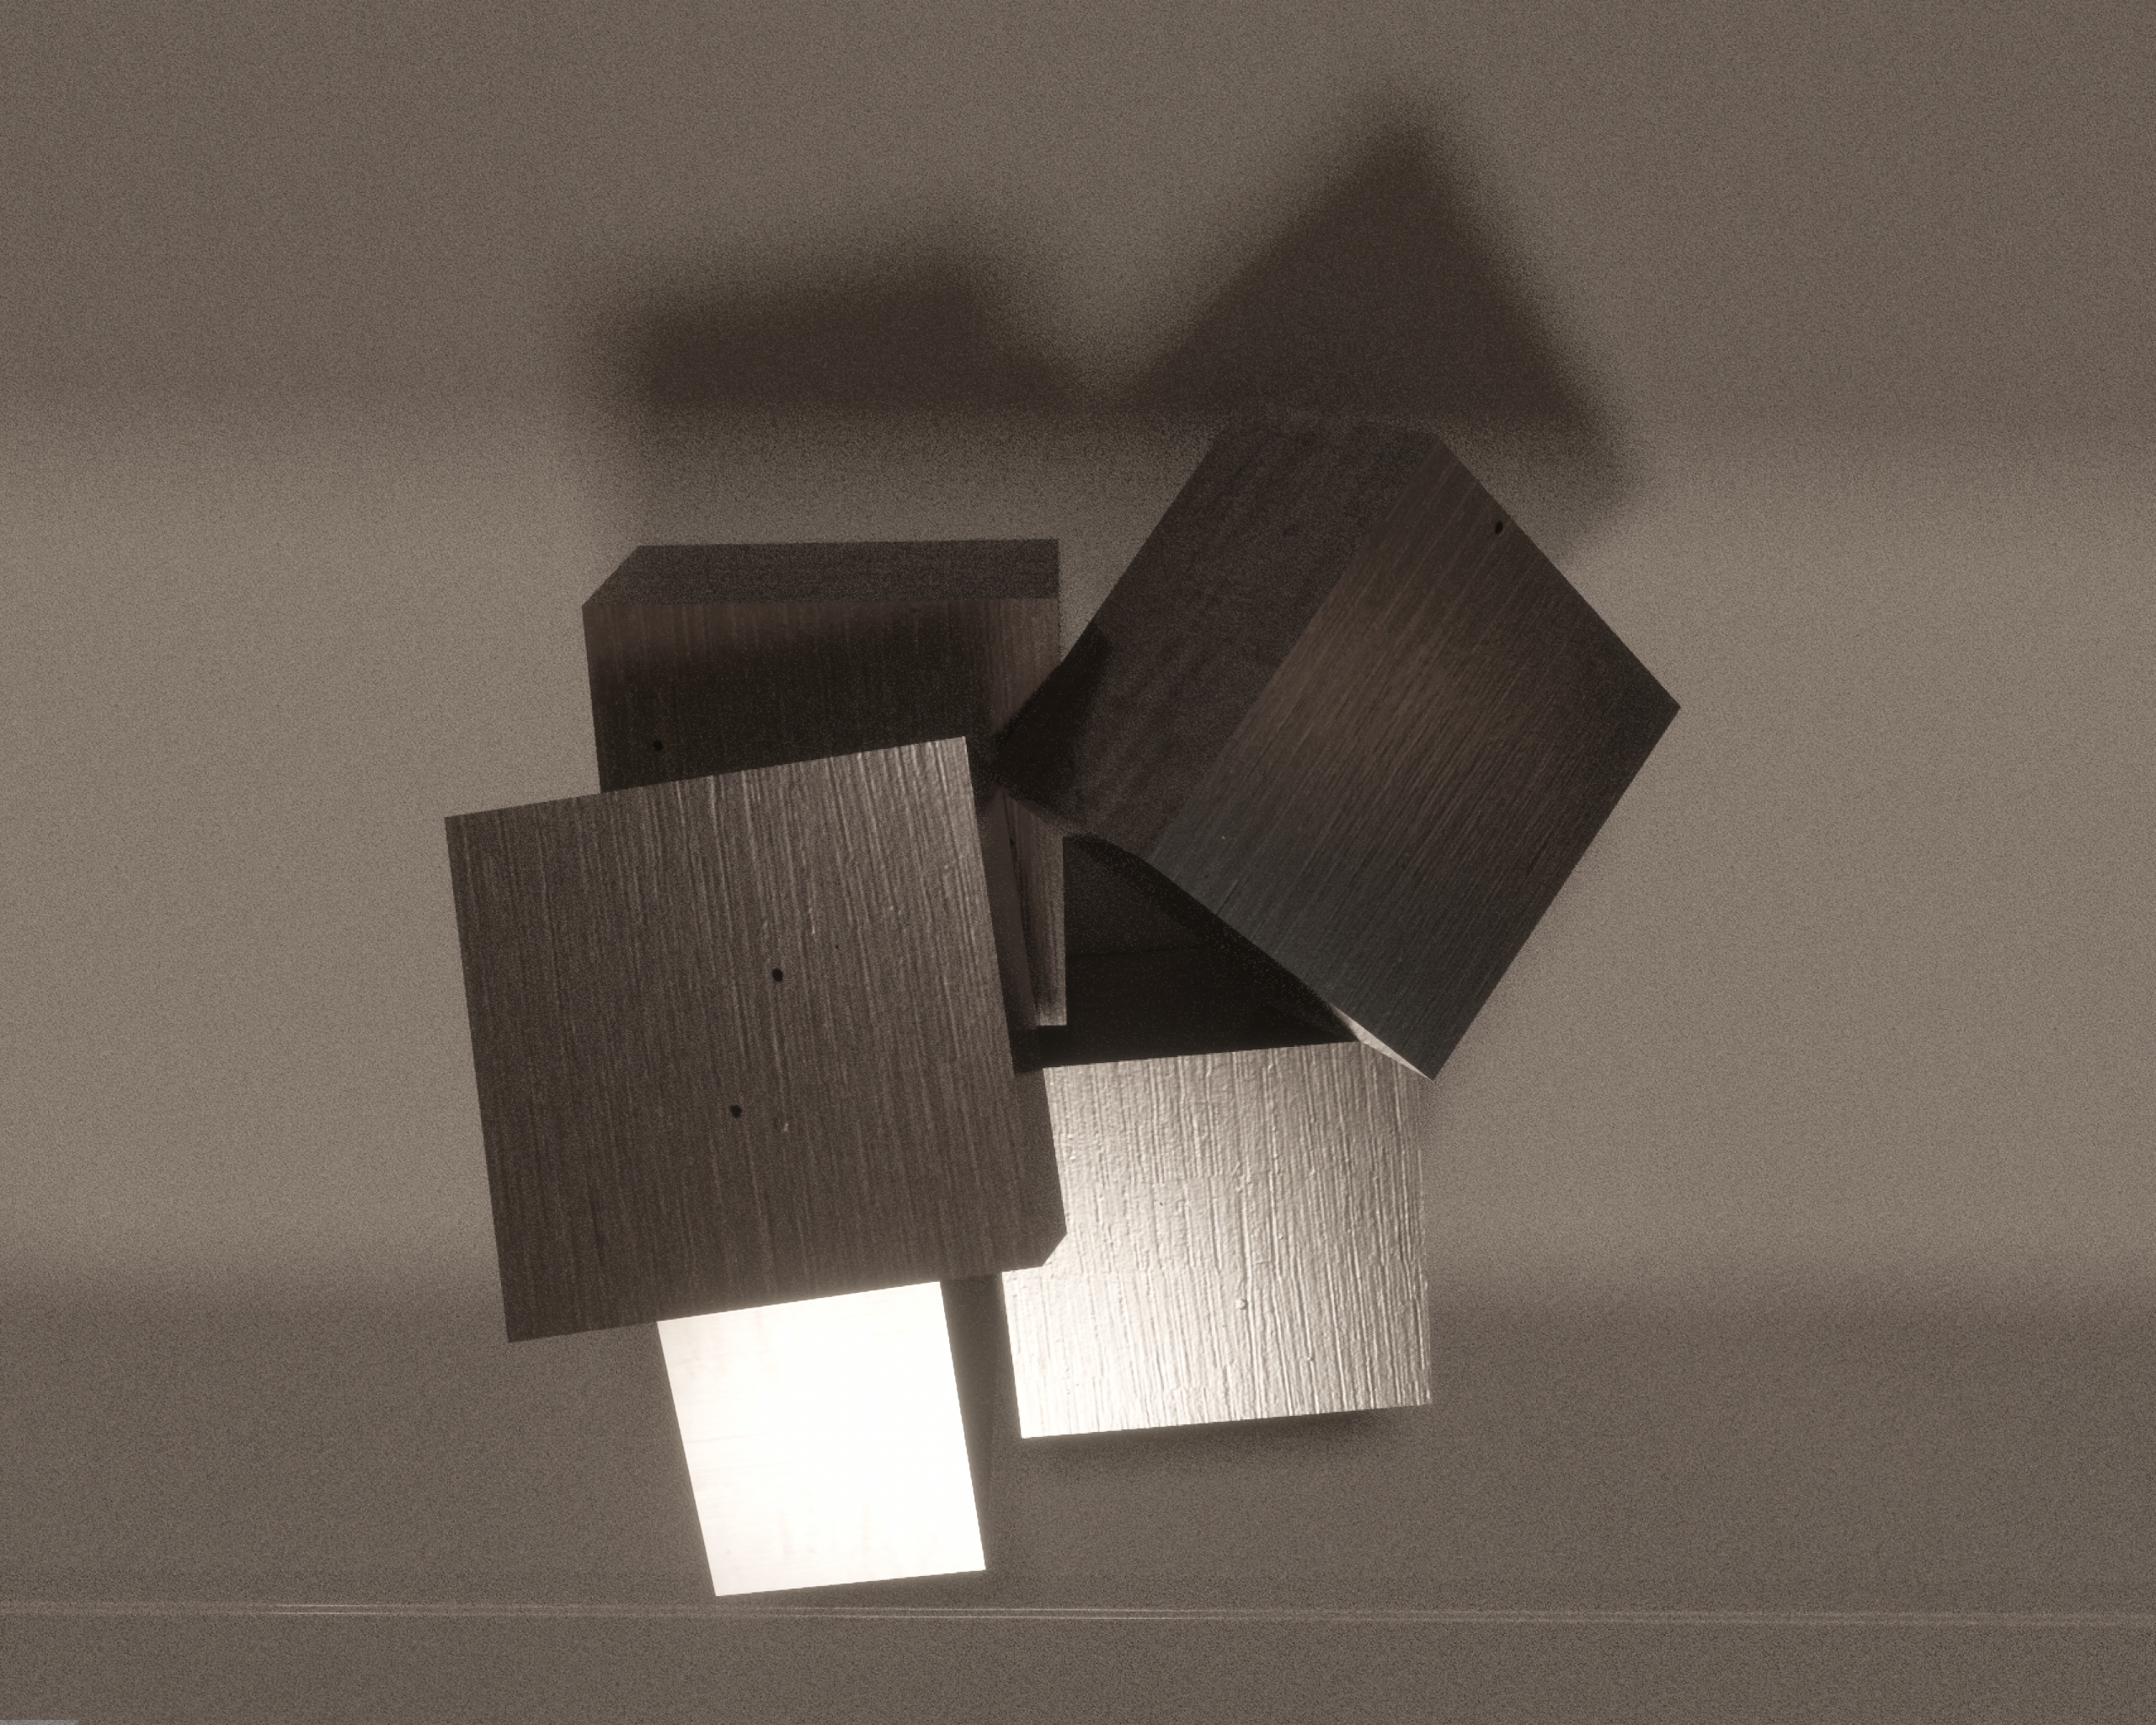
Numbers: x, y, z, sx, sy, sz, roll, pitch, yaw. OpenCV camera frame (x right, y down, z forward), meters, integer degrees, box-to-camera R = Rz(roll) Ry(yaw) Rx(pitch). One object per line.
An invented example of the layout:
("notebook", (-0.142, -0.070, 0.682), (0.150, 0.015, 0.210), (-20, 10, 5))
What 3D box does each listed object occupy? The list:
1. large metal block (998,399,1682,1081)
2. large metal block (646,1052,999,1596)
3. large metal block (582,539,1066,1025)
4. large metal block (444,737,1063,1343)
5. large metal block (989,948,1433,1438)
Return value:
("large metal block", (0.045, -0.021, 0.362), (0.080, 0.050, 0.080), (37, 85, -37))
("large metal block", (-0.047, 0.083, 0.410), (0.050, 0.080, 0.079), (-6, 110, 2))
("large metal block", (-0.043, -0.016, 0.390), (0.081, 0.050, 0.079), (-1, 110, 0))
("large metal block", (-0.049, 0.028, 0.337), (0.080, 0.050, 0.080), (-9, 85, 3))
("large metal block", (0.025, 0.064, 0.418), (0.080, 0.050, 0.079), (-5, 110, 1))
